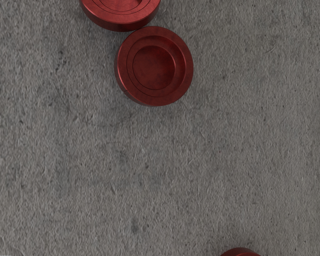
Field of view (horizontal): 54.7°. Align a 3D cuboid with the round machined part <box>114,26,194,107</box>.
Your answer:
[{"bbox_3d":[-0.010,-0.075,0.396,0.099,0.042,0.097,0,90,-20],"label":"round machined part"}]

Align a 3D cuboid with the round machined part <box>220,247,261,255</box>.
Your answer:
[{"bbox_3d":[0.108,0.218,0.440,0.099,0.042,0.097,0,90,-20],"label":"round machined part"}]

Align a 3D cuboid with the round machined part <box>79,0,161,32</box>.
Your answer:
[{"bbox_3d":[-0.048,-0.160,0.373,0.099,0.042,0.098,2,79,-9],"label":"round machined part"}]
